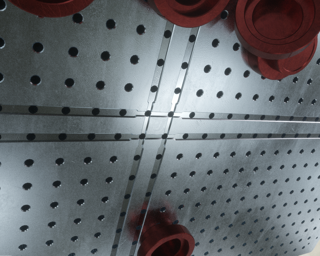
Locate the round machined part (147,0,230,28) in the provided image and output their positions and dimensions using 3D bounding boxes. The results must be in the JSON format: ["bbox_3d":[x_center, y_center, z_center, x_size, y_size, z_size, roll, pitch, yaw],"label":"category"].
[{"bbox_3d":[0.027,-0.157,0.317,0.099,0.042,0.097,-14,124,-21],"label":"round machined part"}]

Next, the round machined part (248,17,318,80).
[{"bbox_3d":[0.174,-0.111,0.425,0.099,0.042,0.097,-14,124,-21],"label":"round machined part"}]

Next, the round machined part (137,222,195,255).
[{"bbox_3d":[0.007,0.200,0.526,0.099,0.042,0.097,-14,124,-21],"label":"round machined part"}]

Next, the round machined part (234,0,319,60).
[{"bbox_3d":[0.139,-0.129,0.372,0.098,0.098,0.042,-45,168,3],"label":"round machined part"}]

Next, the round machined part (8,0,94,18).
[{"bbox_3d":[-0.096,-0.146,0.257,0.099,0.042,0.097,-14,124,-21],"label":"round machined part"}]
